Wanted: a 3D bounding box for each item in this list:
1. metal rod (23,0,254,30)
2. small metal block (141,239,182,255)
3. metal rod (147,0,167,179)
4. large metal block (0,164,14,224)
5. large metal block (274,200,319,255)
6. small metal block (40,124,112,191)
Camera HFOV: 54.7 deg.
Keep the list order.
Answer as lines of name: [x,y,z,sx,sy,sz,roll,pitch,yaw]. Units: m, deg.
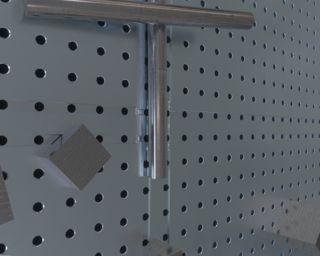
metal rod: [-0.001,-0.139,0.376,0.303,0.025,0.025,-8,95,-30]
small metal block: [0.004,0.177,0.396,0.025,0.050,0.050,-10,97,-40]
metal rod: [-0.003,-0.085,0.405,0.025,0.025,0.298,-1,90,-40]
large metal block: [-0.175,0.046,0.246,0.081,0.050,0.079,-17,101,-39]
large metal block: [0.288,0.197,0.615,0.050,0.080,0.080,52,60,-28]
small metal block: [-0.089,0.031,0.334,0.050,0.025,0.050,-51,120,-28]
